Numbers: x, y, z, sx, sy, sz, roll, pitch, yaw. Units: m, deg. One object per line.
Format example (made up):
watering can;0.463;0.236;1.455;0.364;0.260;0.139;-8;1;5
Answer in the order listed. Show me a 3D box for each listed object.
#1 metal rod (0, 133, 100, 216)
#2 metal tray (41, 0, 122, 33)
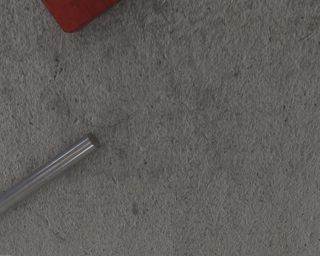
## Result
metal rod;-0.211;0.098;0.443;0.300;0.025;0.025;-34;107;11
metal tray;-0.075;-0.178;0.341;0.130;0.030;0.090;-31;108;10
